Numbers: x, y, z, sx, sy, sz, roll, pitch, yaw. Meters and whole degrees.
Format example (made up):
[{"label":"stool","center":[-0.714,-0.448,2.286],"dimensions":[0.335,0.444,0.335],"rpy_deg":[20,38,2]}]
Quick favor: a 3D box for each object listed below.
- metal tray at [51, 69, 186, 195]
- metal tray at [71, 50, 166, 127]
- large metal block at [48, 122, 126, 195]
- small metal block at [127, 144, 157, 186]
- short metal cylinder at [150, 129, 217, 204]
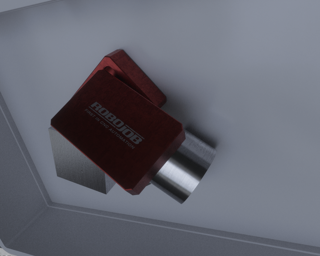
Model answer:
[{"label":"metal tray","center":[-0.048,0.001,0.352],"dimensions":[0.130,0.090,0.030],"rpy_deg":[36,168,22]},{"label":"metal tray","center":[-0.065,-0.030,0.417],"dimensions":[0.090,0.030,0.129],"rpy_deg":[47,129,-5]},{"label":"large metal block","center":[-0.095,0.032,0.417],"dimensions":[0.080,0.050,0.079],"rpy_deg":[15,125,19]},{"label":"small metal block","center":[-0.017,0.051,0.446],"dimensions":[0.050,0.025,0.050],"rpy_deg":[-32,101,38]},{"label":"short metal cylinder","center":[0.027,0.046,0.385],"dimensions":[0.050,0.080,0.079],"rpy_deg":[34,129,5]}]
